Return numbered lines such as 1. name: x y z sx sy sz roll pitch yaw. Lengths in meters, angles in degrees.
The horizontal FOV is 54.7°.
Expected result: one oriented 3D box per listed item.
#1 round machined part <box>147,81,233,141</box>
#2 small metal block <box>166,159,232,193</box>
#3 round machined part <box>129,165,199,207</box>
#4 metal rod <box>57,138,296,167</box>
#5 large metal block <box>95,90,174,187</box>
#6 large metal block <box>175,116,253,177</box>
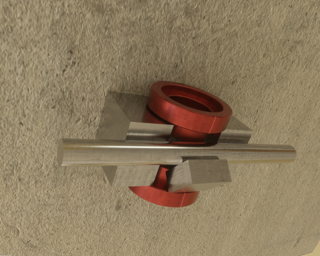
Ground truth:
1. round machined part: 0.032 -0.017 0.368 0.099 0.098 0.042 4 118 -30
2. small metal block: 0.042 0.054 0.343 0.050 0.025 0.050 2 158 -28
3. round machined part: 0.008 0.056 0.400 0.099 0.098 0.042 4 111 -31
4. metal rod: 0.044 0.028 0.346 0.302 0.025 0.025 3 117 -30
5. large metal block: -0.035 0.011 0.360 0.050 0.080 0.079 4 116 -31
6. large metal block: 0.067 0.018 0.421 0.050 0.080 0.079 4 117 -30
